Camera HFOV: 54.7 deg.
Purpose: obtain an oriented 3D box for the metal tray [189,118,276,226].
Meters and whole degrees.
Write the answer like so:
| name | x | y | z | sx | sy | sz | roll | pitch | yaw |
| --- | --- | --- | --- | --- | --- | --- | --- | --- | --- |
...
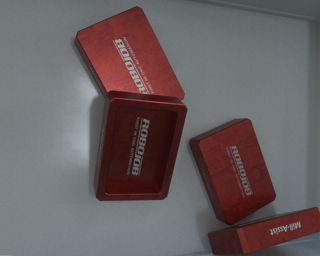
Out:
| name | x | y | z | sx | sy | sz | roll | pitch | yaw |
| --- | --- | --- | --- | --- | --- | --- | --- | --- | --- |
| metal tray | 0.106 | 0.061 | 0.447 | 0.091 | 0.030 | 0.129 | -23 | 98 | -19 |

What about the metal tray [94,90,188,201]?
| name | x | y | z | sx | sy | sz | roll | pitch | yaw |
| --- | --- | --- | --- | --- | --- | --- | --- | --- | --- |
| metal tray | -0.026 | 0.025 | 0.373 | 0.091 | 0.030 | 0.129 | 4 | 111 | -20 |

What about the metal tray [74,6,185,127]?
| name | x | y | z | sx | sy | sz | roll | pitch | yaw |
| --- | --- | --- | --- | --- | --- | --- | --- | --- | --- |
| metal tray | -0.037 | -0.075 | 0.394 | 0.091 | 0.030 | 0.130 | -31 | 100 | -17 |

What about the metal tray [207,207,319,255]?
| name | x | y | z | sx | sy | sz | roll | pitch | yaw |
| --- | --- | --- | --- | --- | --- | --- | --- | --- | --- |
| metal tray | 0.143 | 0.141 | 0.424 | 0.131 | 0.090 | 0.030 | -7 | 70 | -21 |
